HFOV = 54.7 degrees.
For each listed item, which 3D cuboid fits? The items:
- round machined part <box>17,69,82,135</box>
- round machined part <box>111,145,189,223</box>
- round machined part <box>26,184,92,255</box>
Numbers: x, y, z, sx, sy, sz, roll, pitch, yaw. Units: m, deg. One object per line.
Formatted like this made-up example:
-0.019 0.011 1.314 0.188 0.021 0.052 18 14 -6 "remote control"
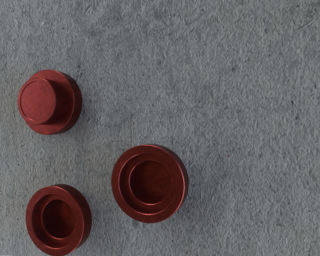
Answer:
-0.170 -0.039 0.460 0.098 0.042 0.097 0 90 20 "round machined part"
-0.010 0.069 0.403 0.098 0.042 0.097 0 90 20 "round machined part"
-0.141 0.130 0.450 0.098 0.042 0.097 0 90 20 "round machined part"
